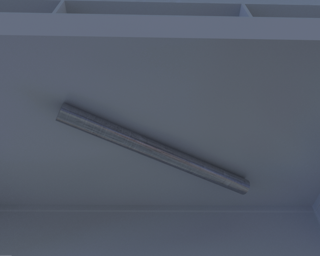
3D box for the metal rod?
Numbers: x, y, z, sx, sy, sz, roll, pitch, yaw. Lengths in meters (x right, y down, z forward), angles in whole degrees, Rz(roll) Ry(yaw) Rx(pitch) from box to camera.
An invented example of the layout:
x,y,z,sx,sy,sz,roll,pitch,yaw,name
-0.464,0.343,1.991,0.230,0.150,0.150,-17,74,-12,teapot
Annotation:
x,y,z,sx,sy,sz,roll,pitch,yaw,name
0.004,0.036,0.440,0.302,0.025,0.025,24,126,-20,metal rod
